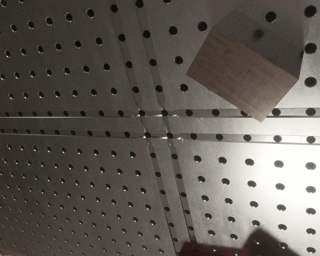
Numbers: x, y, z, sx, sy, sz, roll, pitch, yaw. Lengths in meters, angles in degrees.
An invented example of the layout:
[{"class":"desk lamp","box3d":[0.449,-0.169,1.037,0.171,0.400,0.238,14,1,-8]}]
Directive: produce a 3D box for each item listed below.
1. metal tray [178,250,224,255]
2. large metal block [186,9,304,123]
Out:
[{"class":"metal tray","box3d":[0.097,0.253,0.512,0.130,0.030,0.090,-5,116,30]},{"class":"large metal block","box3d":[0.083,-0.062,0.293,0.080,0.080,0.050,34,129,5]}]
